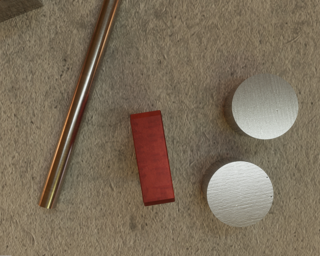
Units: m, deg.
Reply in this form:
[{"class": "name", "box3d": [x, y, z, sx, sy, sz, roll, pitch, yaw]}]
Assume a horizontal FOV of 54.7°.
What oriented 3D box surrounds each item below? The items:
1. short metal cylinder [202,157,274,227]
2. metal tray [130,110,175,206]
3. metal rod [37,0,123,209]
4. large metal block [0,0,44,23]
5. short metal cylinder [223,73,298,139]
[{"class": "short metal cylinder", "box3d": [0.097, 0.080, 0.398, 0.081, 0.050, 0.080, 0, 90, 0]}, {"class": "metal tray", "box3d": [-0.007, 0.029, 0.358, 0.030, 0.130, 0.089, -9, 90, 0]}, {"class": "metal rod", "box3d": [-0.104, -0.041, 0.409, 0.025, 0.025, 0.298, 18, 90, 0]}, {"class": "large metal block", "box3d": [-0.210, -0.188, 0.396, 0.080, 0.050, 0.080, -22, 90, 0]}, {"class": "short metal cylinder", "box3d": [0.127, -0.026, 0.399, 0.081, 0.050, 0.080, 0, 90, 0]}]
